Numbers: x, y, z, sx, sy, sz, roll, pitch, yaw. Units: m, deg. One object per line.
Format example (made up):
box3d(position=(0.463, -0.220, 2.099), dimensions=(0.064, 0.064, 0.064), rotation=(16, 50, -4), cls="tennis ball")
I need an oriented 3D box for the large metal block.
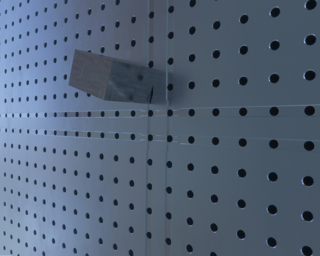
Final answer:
box3d(position=(-0.065, -0.070, 0.429), dimensions=(0.080, 0.081, 0.050), rotation=(24, 105, 37), cls="large metal block")
